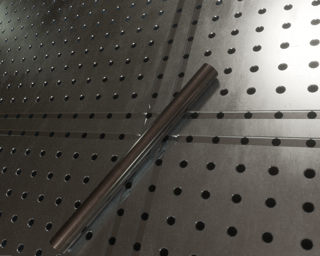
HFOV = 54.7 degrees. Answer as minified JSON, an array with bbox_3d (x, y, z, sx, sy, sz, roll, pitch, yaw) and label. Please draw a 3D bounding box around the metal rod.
[{"bbox_3d":[-0.029,0.034,0.401,0.300,0.025,0.025,-49,52,-7],"label":"metal rod"}]
